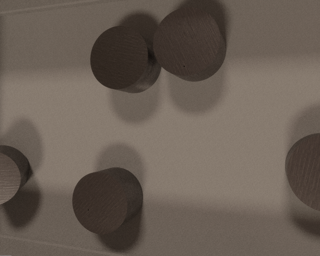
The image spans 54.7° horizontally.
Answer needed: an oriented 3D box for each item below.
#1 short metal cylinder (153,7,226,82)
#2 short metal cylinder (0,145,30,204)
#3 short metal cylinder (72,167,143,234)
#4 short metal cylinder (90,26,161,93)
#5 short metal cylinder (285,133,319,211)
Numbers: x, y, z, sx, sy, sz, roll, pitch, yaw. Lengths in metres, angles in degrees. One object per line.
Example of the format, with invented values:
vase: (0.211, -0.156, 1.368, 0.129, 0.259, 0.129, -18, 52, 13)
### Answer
short metal cylinder: (0.038, -0.101, 0.383, 0.080, 0.050, 0.079, 0, 90, 19)
short metal cylinder: (-0.244, 0.069, 0.464, 0.081, 0.050, 0.079, -1, 96, -9)
short metal cylinder: (-0.070, 0.096, 0.421, 0.080, 0.050, 0.079, 0, 90, 19)
short metal cylinder: (-0.044, -0.088, 0.412, 0.080, 0.050, 0.079, 0, 90, 19)
short metal cylinder: (0.179, 0.046, 0.334, 0.080, 0.050, 0.079, 0, 90, 19)
